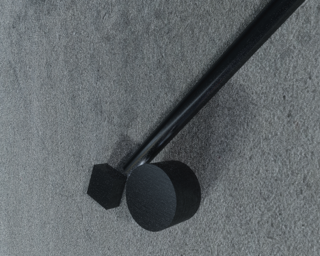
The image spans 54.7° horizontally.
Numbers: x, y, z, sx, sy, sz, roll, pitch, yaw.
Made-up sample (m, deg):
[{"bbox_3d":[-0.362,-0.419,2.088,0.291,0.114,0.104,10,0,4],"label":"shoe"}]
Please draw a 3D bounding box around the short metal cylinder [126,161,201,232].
[{"bbox_3d":[0.003,0.082,0.386,0.080,0.050,0.079,0,90,40],"label":"short metal cylinder"}]

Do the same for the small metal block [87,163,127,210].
[{"bbox_3d":[-0.082,0.088,0.473,0.050,0.025,0.050,27,107,37],"label":"small metal block"}]

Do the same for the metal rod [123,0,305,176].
[{"bbox_3d":[0.046,-0.037,0.366,0.299,0.025,0.025,-48,62,29],"label":"metal rod"}]
